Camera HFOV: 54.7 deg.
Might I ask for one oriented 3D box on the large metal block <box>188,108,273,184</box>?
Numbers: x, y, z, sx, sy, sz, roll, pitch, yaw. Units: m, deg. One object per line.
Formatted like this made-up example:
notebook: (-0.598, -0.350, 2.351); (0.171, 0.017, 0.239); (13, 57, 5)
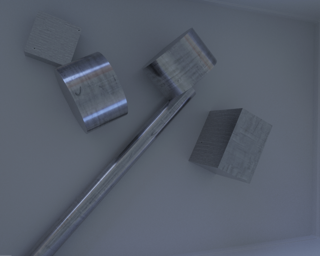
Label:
large metal block: (0.092, 0.022, 0.417); (0.050, 0.080, 0.080); (27, 81, -18)

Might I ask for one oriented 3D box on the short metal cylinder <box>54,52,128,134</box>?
short metal cylinder: (-0.078, -0.040, 0.353); (0.050, 0.080, 0.080); (-28, 100, -18)

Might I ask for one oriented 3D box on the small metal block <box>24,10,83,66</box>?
small metal block: (-0.125, -0.101, 0.365); (0.050, 0.025, 0.050); (19, 84, -20)

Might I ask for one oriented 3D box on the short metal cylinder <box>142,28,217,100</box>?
short metal cylinder: (0.024, -0.081, 0.391); (0.080, 0.080, 0.050); (-44, 104, -15)

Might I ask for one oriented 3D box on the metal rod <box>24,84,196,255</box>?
metal rod: (-0.058, 0.055, 0.390); (0.025, 0.025, 0.300); (45, 76, -15)
